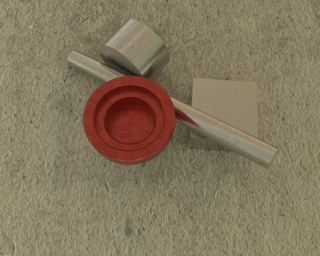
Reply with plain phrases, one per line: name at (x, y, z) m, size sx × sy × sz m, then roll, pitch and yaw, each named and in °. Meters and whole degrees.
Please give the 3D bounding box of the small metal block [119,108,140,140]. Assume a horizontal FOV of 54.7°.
small metal block at (-0.037, -0.002, 0.397) m, size 0.025 × 0.050 × 0.050 m, roll -2°, pitch 70°, yaw -1°

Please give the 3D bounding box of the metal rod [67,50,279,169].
metal rod at (-0.003, -0.034, 0.382) m, size 0.300 × 0.025 × 0.025 m, roll 29°, pitch 72°, yaw 24°

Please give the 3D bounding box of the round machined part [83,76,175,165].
round machined part at (-0.033, -0.006, 0.350) m, size 0.099 × 0.042 × 0.098 m, roll 0°, pitch 71°, yaw -1°

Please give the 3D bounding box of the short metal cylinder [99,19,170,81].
short metal cylinder at (-0.034, -0.097, 0.415) m, size 0.080 × 0.080 × 0.050 m, roll 36°, pitch 74°, yaw 12°

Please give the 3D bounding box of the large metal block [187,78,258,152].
large metal block at (0.079, -0.015, 0.403) m, size 0.081 × 0.050 × 0.080 m, roll 4°, pitch 70°, yaw 1°
